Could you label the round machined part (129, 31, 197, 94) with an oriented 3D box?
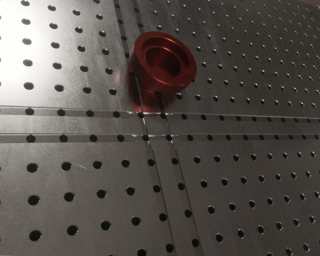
[{"bbox_3d":[0.001,-0.091,0.455,0.099,0.042,0.098,14,56,-21],"label":"round machined part"}]
